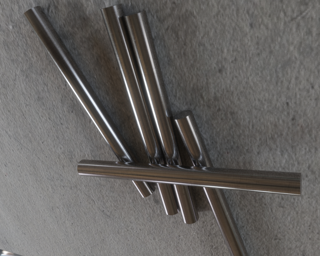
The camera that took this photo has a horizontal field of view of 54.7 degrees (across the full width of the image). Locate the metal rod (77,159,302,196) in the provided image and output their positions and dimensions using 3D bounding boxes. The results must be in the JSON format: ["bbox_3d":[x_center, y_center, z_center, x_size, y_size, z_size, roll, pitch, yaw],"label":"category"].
[{"bbox_3d":[0.017,0.060,0.399,0.300,0.025,0.025,0,119,27],"label":"metal rod"}]

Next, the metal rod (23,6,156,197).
[{"bbox_3d":[-0.091,-0.026,0.436,0.025,0.025,0.299,-20,108,35],"label":"metal rod"}]

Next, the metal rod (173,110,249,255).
[{"bbox_3d":[0.084,0.113,0.430,0.025,0.025,0.299,-11,113,32],"label":"metal rod"}]

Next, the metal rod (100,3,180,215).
[{"bbox_3d":[-0.018,-0.007,0.410,0.025,0.025,0.298,-2,118,29],"label":"metal rod"}]

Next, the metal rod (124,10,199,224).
[{"bbox_3d":[0.009,0.004,0.403,0.025,0.025,0.298,-2,118,28],"label":"metal rod"}]
